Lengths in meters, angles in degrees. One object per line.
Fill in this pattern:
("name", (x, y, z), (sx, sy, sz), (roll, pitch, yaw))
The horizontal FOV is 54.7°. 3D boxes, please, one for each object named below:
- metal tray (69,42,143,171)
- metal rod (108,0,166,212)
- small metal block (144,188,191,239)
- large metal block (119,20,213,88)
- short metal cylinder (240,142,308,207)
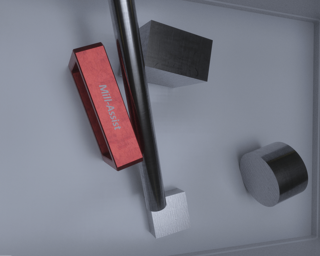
("metal tray", (-0.065, -0.022, 0.352), (0.030, 0.090, 0.129), (-21, 97, -18))
("metal rod", (-0.025, -0.040, 0.329), (0.025, 0.025, 0.298), (-17, 113, -20))
("small metal block", (0.010, 0.113, 0.416), (0.050, 0.025, 0.050), (-11, 94, -20))
("large metal block", (0.005, -0.085, 0.380), (0.081, 0.080, 0.050), (9, 87, -27))
("short metal cylinder", (0.160, 0.065, 0.443), (0.050, 0.080, 0.080), (-18, 97, -19))
